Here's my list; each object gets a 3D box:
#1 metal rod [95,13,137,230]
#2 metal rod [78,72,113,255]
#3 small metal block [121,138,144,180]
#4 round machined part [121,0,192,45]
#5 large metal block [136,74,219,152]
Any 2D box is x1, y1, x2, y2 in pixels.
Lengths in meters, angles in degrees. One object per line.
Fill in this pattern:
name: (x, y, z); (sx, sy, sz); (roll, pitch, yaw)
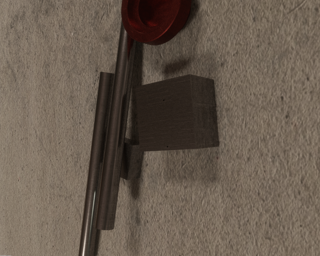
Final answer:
metal rod: (-0.057, -0.016, 0.423); (0.025, 0.025, 0.298); (2, 83, 39)
metal rod: (-0.098, 0.064, 0.483); (0.025, 0.025, 0.298); (14, 99, 39)
small metal block: (-0.052, 0.042, 0.445); (0.050, 0.025, 0.050); (16, 100, 38)
round machined part: (0.000, -0.154, 0.392); (0.098, 0.042, 0.097); (0, 90, 39)
large metal block: (0.020, -0.014, 0.371); (0.080, 0.050, 0.080); (-6, 86, 39)
